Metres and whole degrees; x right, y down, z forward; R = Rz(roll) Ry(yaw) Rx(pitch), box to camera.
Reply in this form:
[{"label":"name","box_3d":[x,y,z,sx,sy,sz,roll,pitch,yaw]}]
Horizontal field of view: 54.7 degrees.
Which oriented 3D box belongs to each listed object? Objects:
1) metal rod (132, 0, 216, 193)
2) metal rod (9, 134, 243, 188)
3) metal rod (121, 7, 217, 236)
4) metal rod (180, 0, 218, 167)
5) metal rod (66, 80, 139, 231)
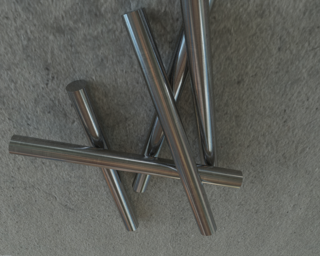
[{"label":"metal rod","box_3d":[0.006,-0.019,0.390,0.025,0.025,0.298,11,129,-10]},{"label":"metal rod","box_3d":[-0.038,0.046,0.410,0.302,0.025,0.025,10,129,-7]},{"label":"metal rod","box_3d":[0.020,0.012,0.369,0.025,0.025,0.298,-15,114,12]},{"label":"metal rod","box_3d":[0.051,-0.029,0.361,0.025,0.025,0.299,-8,137,6]},{"label":"metal rod","box_3d":[-0.074,0.062,0.459,0.025,0.025,0.298,-7,130,6]}]
